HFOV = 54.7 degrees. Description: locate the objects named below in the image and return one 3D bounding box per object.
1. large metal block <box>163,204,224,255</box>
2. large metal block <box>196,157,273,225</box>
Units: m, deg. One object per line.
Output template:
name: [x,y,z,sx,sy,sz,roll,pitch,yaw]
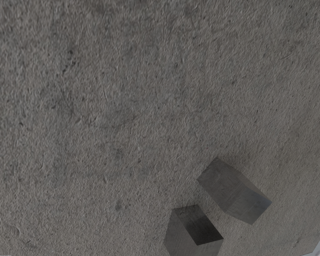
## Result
large metal block: [0.052,0.188,0.516,0.050,0.080,0.079,-2,120,-27]
large metal block: [0.119,0.101,0.498,0.080,0.080,0.050,32,101,-38]
